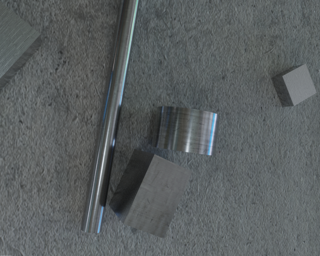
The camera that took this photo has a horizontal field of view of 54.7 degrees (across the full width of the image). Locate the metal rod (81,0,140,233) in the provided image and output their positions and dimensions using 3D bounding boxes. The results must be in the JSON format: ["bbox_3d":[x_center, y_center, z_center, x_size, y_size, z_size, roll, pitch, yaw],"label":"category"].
[{"bbox_3d":[-0.060,-0.023,0.386,0.025,0.025,0.298,10,87,-20],"label":"metal rod"}]

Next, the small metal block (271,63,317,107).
[{"bbox_3d":[0.211,-0.067,0.487,0.050,0.025,0.050,-28,99,-18],"label":"small metal block"}]

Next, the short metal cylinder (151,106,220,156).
[{"bbox_3d":[0.032,0.004,0.392,0.081,0.080,0.050,9,87,-20],"label":"short metal cylinder"}]

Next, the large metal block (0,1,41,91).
[{"bbox_3d":[-0.186,-0.091,0.327,0.080,0.050,0.080,39,77,-16],"label":"large metal block"}]

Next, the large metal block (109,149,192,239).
[{"bbox_3d":[-0.015,0.075,0.375,0.050,0.080,0.080,27,81,-18],"label":"large metal block"}]
